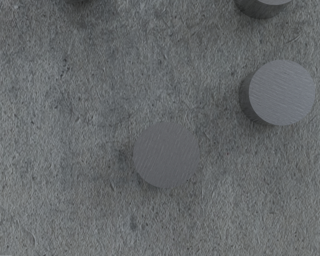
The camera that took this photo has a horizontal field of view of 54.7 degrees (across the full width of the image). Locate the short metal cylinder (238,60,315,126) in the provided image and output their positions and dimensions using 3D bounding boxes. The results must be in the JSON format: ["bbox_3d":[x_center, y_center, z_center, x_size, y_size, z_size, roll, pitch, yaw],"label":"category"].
[{"bbox_3d":[0.147,-0.043,0.398,0.081,0.050,0.080,0,90,0],"label":"short metal cylinder"}]

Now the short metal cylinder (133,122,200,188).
[{"bbox_3d":[0.008,0.032,0.397,0.081,0.050,0.080,0,90,0],"label":"short metal cylinder"}]

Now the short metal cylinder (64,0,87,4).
[{"bbox_3d":[-0.102,-0.200,0.381,0.050,0.080,0.080,-14,90,0],"label":"short metal cylinder"}]

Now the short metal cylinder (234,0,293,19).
[{"bbox_3d":[0.138,-0.188,0.398,0.081,0.050,0.080,0,90,0],"label":"short metal cylinder"}]
